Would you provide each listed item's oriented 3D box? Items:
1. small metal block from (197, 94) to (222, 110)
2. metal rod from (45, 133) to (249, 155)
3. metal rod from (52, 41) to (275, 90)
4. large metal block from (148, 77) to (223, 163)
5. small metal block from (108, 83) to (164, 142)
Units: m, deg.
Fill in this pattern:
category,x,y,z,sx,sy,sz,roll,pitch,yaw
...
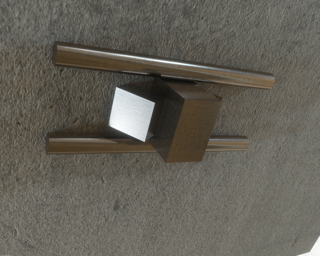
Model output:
category,x,y,z,sx,sy,sz,roll,pitch,yaw
small metal block,0.062,-0.016,0.416,0.025,0.050,0.050,19,114,9
metal rod,0.004,0.021,0.425,0.303,0.025,0.025,2,118,-30
metal rod,0.027,-0.071,0.381,0.303,0.025,0.025,1,118,-29
large metal block,0.021,-0.014,0.380,0.050,0.080,0.079,1,118,-29
small metal block,-0.028,-0.019,0.365,0.025,0.050,0.050,-36,146,-60
